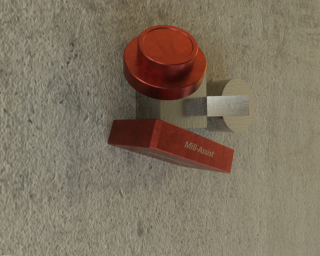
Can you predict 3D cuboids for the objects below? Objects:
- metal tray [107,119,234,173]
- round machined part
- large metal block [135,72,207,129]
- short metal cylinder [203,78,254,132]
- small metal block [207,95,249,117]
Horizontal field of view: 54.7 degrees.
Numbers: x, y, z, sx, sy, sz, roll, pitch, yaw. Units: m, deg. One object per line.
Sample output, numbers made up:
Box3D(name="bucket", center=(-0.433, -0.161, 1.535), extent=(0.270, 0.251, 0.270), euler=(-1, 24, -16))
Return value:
Box3D(name="metal tray", center=(0.015, 0.023, 0.376), extent=(0.131, 0.090, 0.030), euler=(21, 77, -38))
Box3D(name="round machined part", center=(0.007, -0.083, 0.363), extent=(0.098, 0.098, 0.042), euler=(-44, 161, -31))
Box3D(name="large metal block", center=(0.015, -0.039, 0.403), extent=(0.081, 0.050, 0.079), euler=(-2, 92, -40))
Box3D(name="short metal cylinder", center=(0.099, -0.033, 0.474), extent=(0.081, 0.050, 0.080), euler=(0, 90, -40))
Box3D(name="small metal block", center=(0.087, -0.029, 0.403), extent=(0.050, 0.050, 0.025), euler=(-30, 119, -80))
